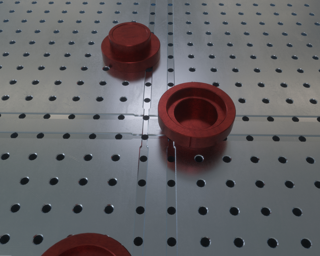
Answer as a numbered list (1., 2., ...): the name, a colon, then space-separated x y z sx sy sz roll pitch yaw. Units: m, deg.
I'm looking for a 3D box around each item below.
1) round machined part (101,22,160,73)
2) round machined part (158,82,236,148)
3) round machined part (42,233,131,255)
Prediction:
1. round machined part: -0.049 -0.139 0.514 0.099 0.042 0.098 0 50 0
2. round machined part: 0.046 -0.012 0.408 0.099 0.042 0.098 0 50 0
3. round machined part: -0.065 0.148 0.272 0.099 0.042 0.098 0 50 0
